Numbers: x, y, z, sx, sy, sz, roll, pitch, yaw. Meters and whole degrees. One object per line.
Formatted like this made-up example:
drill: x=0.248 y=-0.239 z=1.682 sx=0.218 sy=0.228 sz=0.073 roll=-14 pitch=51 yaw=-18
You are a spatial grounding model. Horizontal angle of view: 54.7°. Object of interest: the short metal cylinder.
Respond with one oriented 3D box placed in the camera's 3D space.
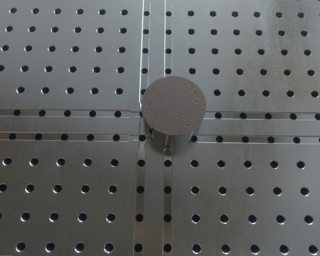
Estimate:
short metal cylinder: x=0.017 y=-0.021 z=0.406 sx=0.081 sy=0.050 sz=0.080 roll=0 pitch=70 yaw=0
